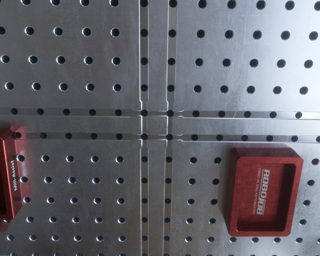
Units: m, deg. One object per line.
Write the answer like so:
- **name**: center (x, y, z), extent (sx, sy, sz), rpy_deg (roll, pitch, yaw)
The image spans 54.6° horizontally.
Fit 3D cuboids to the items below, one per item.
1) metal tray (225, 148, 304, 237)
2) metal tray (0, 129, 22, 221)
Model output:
- **metal tray**: center (0.146, 0.094, 0.446), extent (0.090, 0.030, 0.129), rpy_deg (0, 110, 0)
- **metal tray**: center (-0.249, 0.065, 0.432), extent (0.090, 0.030, 0.129), rpy_deg (3, 110, -1)
